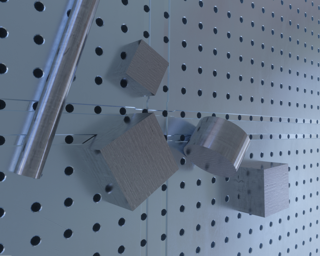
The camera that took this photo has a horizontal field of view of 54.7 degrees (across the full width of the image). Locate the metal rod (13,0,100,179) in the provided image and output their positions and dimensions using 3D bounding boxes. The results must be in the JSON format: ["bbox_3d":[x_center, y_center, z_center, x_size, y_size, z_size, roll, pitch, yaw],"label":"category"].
[{"bbox_3d":[-0.092,-0.095,0.332,0.025,0.025,0.299,24,75,-38],"label":"metal rod"}]

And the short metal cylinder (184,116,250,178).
[{"bbox_3d":[0.081,0.028,0.444,0.080,0.080,0.050,47,62,-30],"label":"short metal cylinder"}]

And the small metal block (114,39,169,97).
[{"bbox_3d":[-0.022,-0.075,0.392,0.050,0.025,0.050,35,69,-35],"label":"small metal block"}]

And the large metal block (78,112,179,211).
[{"bbox_3d":[-0.035,0.036,0.366,0.080,0.050,0.080,-37,113,-34],"label":"large metal block"}]

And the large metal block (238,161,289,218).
[{"bbox_3d":[0.186,0.106,0.552,0.081,0.050,0.079,-3,92,-40],"label":"large metal block"}]
